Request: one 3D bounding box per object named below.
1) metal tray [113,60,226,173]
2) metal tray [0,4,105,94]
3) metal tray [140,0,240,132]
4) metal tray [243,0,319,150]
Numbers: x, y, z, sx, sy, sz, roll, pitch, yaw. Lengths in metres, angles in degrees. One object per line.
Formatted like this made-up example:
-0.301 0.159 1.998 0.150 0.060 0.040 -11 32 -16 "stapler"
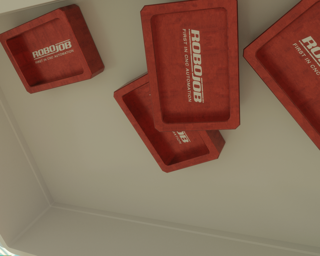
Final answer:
0.012 -0.011 0.392 0.090 0.030 0.130 -22 107 36 "metal tray"
-0.148 -0.102 0.420 0.130 0.030 0.090 -7 115 31 "metal tray"
0.034 -0.062 0.320 0.090 0.030 0.129 -2 111 11 "metal tray"
0.152 -0.050 0.282 0.130 0.030 0.090 51 130 1 "metal tray"
